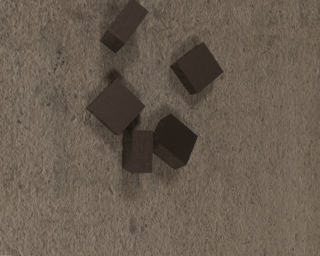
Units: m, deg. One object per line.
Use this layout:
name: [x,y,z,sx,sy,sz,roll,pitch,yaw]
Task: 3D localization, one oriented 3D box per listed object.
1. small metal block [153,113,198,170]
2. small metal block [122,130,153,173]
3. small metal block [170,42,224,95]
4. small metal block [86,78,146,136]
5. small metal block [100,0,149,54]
small metal block: [0.017,0.018,0.406,0.050,0.025,0.050,39,51,-16]
small metal block: [-0.029,0.028,0.386,0.025,0.050,0.050,2,90,-20]
small metal block: [0.051,-0.082,0.429,0.050,0.025,0.050,-41,103,-16]
small metal block: [-0.056,-0.026,0.389,0.050,0.025,0.050,44,76,-15]
small metal block: [-0.045,-0.124,0.380,0.025,0.050,0.050,37,78,-17]
